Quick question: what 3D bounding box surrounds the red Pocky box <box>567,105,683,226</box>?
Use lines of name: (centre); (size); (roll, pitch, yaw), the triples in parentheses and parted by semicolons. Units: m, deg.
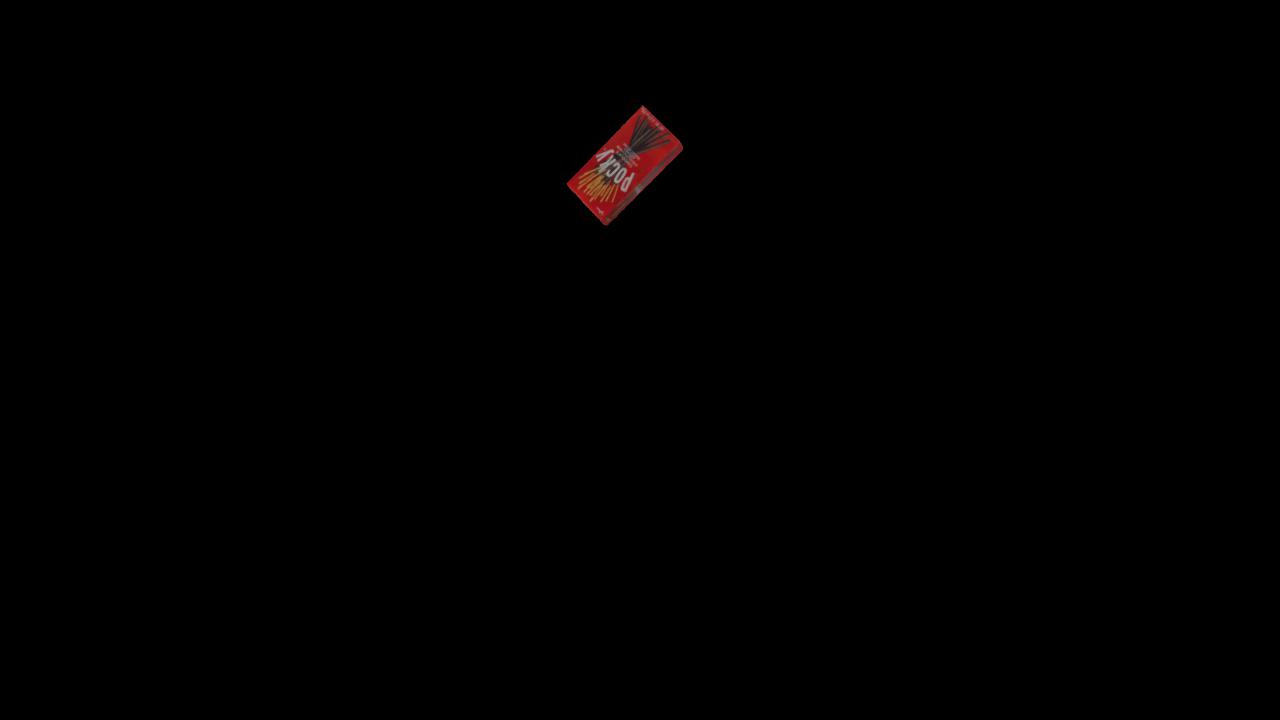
red Pocky box: (-0.022, -0.272, 0.863); (0.155, 0.083, 0.028); (-44, -14, 8)
